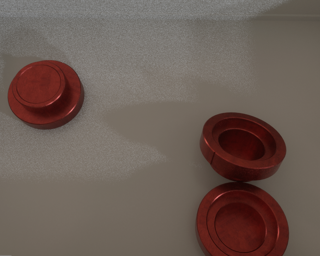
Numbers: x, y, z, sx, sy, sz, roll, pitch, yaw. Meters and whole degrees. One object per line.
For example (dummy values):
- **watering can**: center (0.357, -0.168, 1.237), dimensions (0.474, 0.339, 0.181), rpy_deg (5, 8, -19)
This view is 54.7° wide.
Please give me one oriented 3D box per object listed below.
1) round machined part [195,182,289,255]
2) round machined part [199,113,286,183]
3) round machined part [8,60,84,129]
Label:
- **round machined part**: center (0.089, 0.115, 0.351), dimensions (0.099, 0.042, 0.098), rpy_deg (0, 55, 0)
- **round machined part**: center (0.096, 0.027, 0.376), dimensions (0.099, 0.042, 0.098), rpy_deg (5, 40, -4)
- **round machined part**: center (-0.156, -0.050, 0.418), dimensions (0.099, 0.042, 0.098), rpy_deg (0, 70, 0)
